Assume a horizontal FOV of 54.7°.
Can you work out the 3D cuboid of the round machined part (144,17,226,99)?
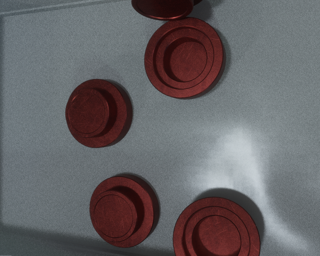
[{"bbox_3d":[0.034,-0.084,0.389,0.098,0.042,0.097,0,90,20],"label":"round machined part"}]

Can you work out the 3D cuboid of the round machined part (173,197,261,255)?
[{"bbox_3d":[0.068,0.133,0.368,0.098,0.042,0.098,-5,73,16],"label":"round machined part"}]

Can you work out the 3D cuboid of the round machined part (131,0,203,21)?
[{"bbox_3d":[0.004,-0.154,0.344,0.098,0.098,0.042,2,83,20],"label":"round machined part"}]

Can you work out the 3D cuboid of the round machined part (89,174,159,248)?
[{"bbox_3d":[-0.054,0.114,0.421,0.098,0.042,0.097,0,90,20],"label":"round machined part"}]

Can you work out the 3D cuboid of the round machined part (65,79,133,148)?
[{"bbox_3d":[-0.092,-0.021,0.434,0.098,0.042,0.097,0,90,20],"label":"round machined part"}]
